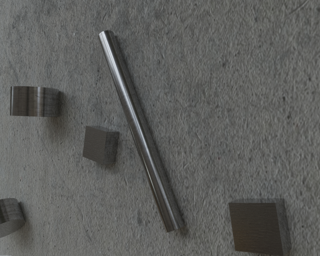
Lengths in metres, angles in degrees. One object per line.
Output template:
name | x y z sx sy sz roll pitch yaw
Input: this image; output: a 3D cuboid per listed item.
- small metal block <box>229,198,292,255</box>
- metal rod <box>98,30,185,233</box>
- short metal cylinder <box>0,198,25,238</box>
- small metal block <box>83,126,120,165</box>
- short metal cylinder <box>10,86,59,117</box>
small metal block | 0.103 0.100 0.320 0.050 0.025 0.050 -11 83 39
metal rod | -0.032 -0.007 0.430 0.025 0.025 0.299 -33 70 35
short metal cylinder | -0.328 0.188 0.640 0.080 0.081 0.050 -47 62 30
small metal block | -0.092 0.025 0.481 0.050 0.025 0.050 14 99 39
short metal cylinder | -0.223 -0.046 0.553 0.080 0.081 0.050 4 93 40
